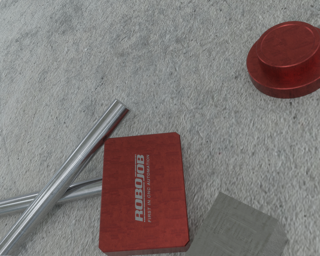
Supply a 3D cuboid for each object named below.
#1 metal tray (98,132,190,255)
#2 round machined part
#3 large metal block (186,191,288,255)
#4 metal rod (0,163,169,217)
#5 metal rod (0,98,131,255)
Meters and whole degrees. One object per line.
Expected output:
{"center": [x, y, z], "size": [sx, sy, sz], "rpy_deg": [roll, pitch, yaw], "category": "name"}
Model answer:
{"center": [-0.017, 0.071, 0.347], "size": [0.091, 0.030, 0.130], "rpy_deg": [-5, 58, 4], "category": "metal tray"}
{"center": [0.152, -0.087, 0.366], "size": [0.098, 0.042, 0.098], "rpy_deg": [-13, 56, 20], "category": "round machined part"}
{"center": [0.065, 0.112, 0.265], "size": [0.050, 0.080, 0.080], "rpy_deg": [22, 73, 36], "category": "large metal block"}
{"center": [-0.128, 0.088, 0.414], "size": [0.301, 0.025, 0.025], "rpy_deg": [-15, 56, 19], "category": "metal rod"}
{"center": [-0.140, 0.086, 0.391], "size": [0.299, 0.025, 0.025], "rpy_deg": [-50, 51, 4], "category": "metal rod"}
